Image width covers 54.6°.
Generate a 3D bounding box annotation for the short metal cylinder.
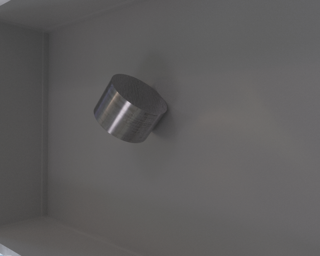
[{"bbox_3d":[-0.038,-0.026,0.404,0.080,0.081,0.050,51,120,28],"label":"short metal cylinder"}]
